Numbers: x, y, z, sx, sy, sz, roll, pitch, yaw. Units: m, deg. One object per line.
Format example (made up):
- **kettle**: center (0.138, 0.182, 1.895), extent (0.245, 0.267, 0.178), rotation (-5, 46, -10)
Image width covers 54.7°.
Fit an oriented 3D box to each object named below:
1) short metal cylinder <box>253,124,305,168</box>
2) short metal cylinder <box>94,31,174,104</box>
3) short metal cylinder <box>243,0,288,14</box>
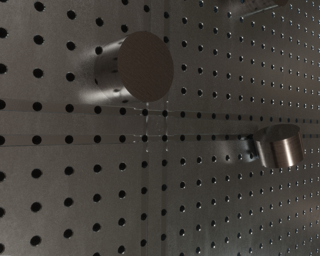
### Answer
- **short metal cylinder**: center (0.213, 0.031, 0.555), extent (0.081, 0.080, 0.050), rotation (-30, 109, -36)
- **short metal cylinder**: center (-0.030, -0.069, 0.369), extent (0.081, 0.050, 0.079), rotation (0, 90, -40)
- **short metal cylinder**: center (0.189, -0.251, 0.554), extent (0.081, 0.050, 0.079), rotation (0, 90, -40)
